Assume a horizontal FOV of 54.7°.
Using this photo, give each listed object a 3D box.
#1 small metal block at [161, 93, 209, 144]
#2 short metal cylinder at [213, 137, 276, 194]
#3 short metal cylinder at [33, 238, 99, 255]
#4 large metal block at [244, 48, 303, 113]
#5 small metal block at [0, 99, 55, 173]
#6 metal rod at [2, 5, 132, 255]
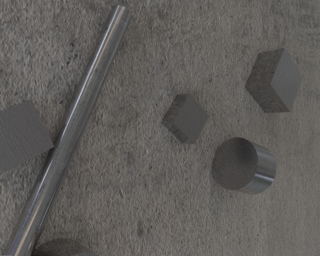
[{"bbox_3d":[0.036,-0.012,0.435,0.050,0.025,0.050,44,64,-31],"label":"small metal block"},{"bbox_3d":[0.129,0.059,0.477,0.050,0.080,0.080,20,77,-38],"label":"short metal cylinder"},{"bbox_3d":[-0.095,0.158,0.309,0.081,0.050,0.080,0,90,-40],"label":"short metal cylinder"},{"bbox_3d":[0.208,-0.083,0.562,0.080,0.050,0.080,41,65,-32],"label":"large metal block"},{"bbox_3d":[-0.137,0.007,0.290,0.050,0.025,0.050,-32,110,-35],"label":"small metal block"},{"bbox_3d":[-0.092,0.000,0.327,0.025,0.025,0.299,31,71,-36],"label":"metal rod"}]
